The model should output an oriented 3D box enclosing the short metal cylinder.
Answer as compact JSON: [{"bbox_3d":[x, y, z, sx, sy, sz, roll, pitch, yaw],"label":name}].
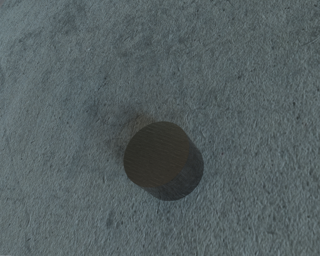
[{"bbox_3d":[0.005,0.039,0.362,0.080,0.050,0.080,-13,56,21],"label":"short metal cylinder"}]
